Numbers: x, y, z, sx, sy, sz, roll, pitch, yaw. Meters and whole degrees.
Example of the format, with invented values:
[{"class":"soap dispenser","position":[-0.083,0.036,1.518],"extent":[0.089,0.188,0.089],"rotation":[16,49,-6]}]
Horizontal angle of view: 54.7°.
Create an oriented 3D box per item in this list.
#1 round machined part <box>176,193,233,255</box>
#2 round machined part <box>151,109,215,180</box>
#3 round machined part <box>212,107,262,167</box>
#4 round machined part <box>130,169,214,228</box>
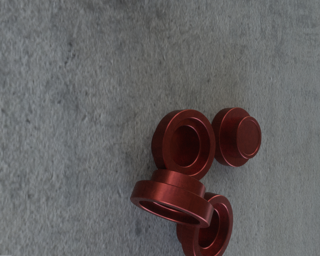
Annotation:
[{"class":"round machined part","position":[0.061,0.140,0.442],"extent":[0.099,0.042,0.097],"rotation":[-6,98,-46]},{"class":"round machined part","position":[0.027,0.024,0.419],"extent":[0.099,0.042,0.097],"rotation":[0,90,-40]},{"class":"round machined part","position":[0.129,0.015,0.505],"extent":[0.099,0.042,0.097],"rotation":[0,90,-40]},{"class":"round machined part","position":[0.017,0.083,0.375],"extent":[0.098,0.098,0.042],"rotation":[38,60,-34]}]
